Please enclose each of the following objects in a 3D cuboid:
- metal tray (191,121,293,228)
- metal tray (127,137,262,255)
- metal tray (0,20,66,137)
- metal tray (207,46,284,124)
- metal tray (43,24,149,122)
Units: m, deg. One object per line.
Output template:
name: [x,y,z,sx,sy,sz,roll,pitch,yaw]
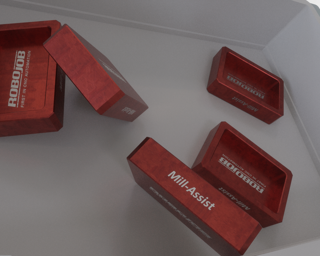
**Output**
metal tray: [0.115,0.062,0.426,0.130,0.030,0.090,37,51,-4]
metal tray: [0.028,0.073,0.311,0.130,0.090,0.030,38,72,17]
metal tray: [-0.151,-0.056,0.331,0.091,0.030,0.130,-6,62,-2]
metal tray: [0.148,-0.073,0.525,0.131,0.030,0.090,26,53,-12]
metal tray: [-0.063,-0.053,0.346,0.030,0.130,0.090,-41,83,5]
